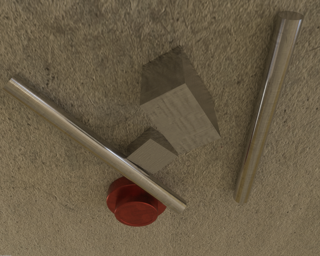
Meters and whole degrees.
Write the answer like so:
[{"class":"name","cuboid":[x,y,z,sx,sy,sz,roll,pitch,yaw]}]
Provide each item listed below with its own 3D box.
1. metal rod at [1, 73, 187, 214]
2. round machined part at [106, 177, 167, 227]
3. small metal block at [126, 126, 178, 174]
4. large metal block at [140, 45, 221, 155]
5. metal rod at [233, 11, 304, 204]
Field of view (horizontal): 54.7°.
[{"class":"metal rod","cuboid":[-0.072,0.035,0.422,0.025,0.025,0.301,-36,118,26]},{"class":"round machined part","cuboid":[-0.037,0.123,0.501,0.099,0.042,0.097,0,130,0]},{"class":"small metal block","cuboid":[-0.011,0.032,0.435,0.050,0.025,0.050,35,122,-26]},{"class":"large metal block","cuboid":[0.022,-0.031,0.345,0.050,0.080,0.080,-25,126,19]},{"class":"metal rod","cuboid":[0.132,0.000,0.409,0.025,0.025,0.298,0,130,0]}]
